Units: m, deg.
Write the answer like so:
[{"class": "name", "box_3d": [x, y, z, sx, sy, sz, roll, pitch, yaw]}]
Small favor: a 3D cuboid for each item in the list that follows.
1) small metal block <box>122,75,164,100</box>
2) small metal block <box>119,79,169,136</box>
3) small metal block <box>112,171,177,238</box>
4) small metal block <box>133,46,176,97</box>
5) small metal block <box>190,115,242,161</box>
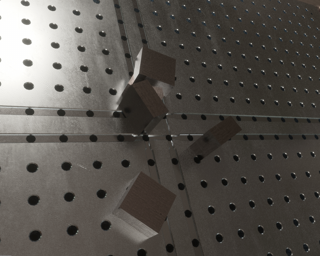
[{"class": "small metal block", "box_3d": [-0.018, -0.058, 0.436, 0.050, 0.025, 0.050, 30, 51, -9]}, {"class": "small metal block", "box_3d": [-0.022, -0.025, 0.397, 0.025, 0.050, 0.050, -25, 76, -36]}, {"class": "small metal block", "box_3d": [-0.017, 0.086, 0.348, 0.050, 0.025, 0.050, 36, 51, -5]}, {"class": "small metal block", "box_3d": [-0.007, -0.076, 0.420, 0.050, 0.025, 0.050, 17, 54, -19]}, {"class": "small metal block", "box_3d": [0.077, 0.014, 0.427, 0.050, 0.050, 0.025, -30, 79, -38]}]
